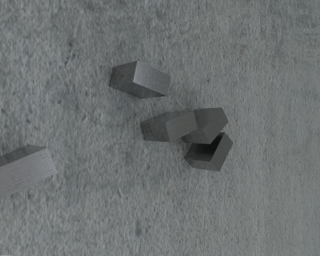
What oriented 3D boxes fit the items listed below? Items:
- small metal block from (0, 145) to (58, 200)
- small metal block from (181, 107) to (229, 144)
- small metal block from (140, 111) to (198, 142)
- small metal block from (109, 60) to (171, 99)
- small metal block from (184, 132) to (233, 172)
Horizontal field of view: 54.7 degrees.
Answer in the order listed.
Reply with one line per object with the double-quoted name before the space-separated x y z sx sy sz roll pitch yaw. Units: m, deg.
"small metal block" -0.130 0.037 0.280 0.050 0.050 0.025 -26 107 -37
"small metal block" 0.061 -0.004 0.442 0.050 0.050 0.025 -45 118 -31
"small metal block" 0.011 -0.003 0.400 0.050 0.050 0.025 -23 105 -38
"small metal block" -0.024 -0.056 0.370 0.050 0.050 0.025 18 79 -39
"small metal block" 0.071 0.033 0.450 0.025 0.050 0.050 46 62 -31
